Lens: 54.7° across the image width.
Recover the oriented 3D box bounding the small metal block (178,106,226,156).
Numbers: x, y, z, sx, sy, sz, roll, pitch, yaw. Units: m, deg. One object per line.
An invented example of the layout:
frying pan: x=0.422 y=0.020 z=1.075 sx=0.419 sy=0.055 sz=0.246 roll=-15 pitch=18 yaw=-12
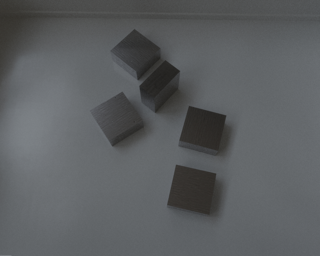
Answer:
small metal block: x=0.055 y=0.004 z=0.408 sx=0.050 sy=0.025 sz=0.050 roll=15 pitch=71 yaw=5

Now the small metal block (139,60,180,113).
small metal block: x=0.000 y=-0.054 z=0.416 sx=0.025 sy=0.050 sz=0.050 roll=39 pitch=75 yaw=13

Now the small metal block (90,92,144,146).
small metal block: x=-0.057 y=-0.012 z=0.413 sx=0.050 sy=0.025 sz=0.050 roll=-32 pitch=73 yaw=-11

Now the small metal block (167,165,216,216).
small metal block: x=0.038 y=0.077 z=0.382 sx=0.050 sy=0.025 sz=0.050 roll=12 pitch=70 yaw=4

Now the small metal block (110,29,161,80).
small metal block: x=-0.035 y=-0.106 z=0.448 sx=0.050 sy=0.025 sz=0.050 roll=40 pitch=75 yaw=13
